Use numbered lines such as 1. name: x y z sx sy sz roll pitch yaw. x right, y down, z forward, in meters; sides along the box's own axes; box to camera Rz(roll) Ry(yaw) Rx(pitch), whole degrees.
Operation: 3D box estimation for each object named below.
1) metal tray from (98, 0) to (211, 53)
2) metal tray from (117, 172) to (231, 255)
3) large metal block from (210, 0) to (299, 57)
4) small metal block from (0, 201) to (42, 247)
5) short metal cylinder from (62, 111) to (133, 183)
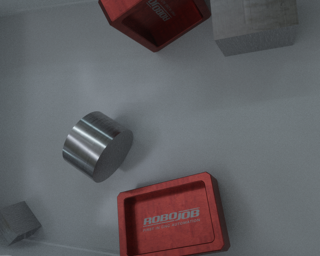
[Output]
1. metal tray: 0.002 -0.136 0.353 0.090 0.130 0.030 -30 81 17
2. metal tray: 0.012 0.114 0.385 0.130 0.030 0.090 -17 62 18
3. large metal block: 0.105 -0.119 0.344 0.080 0.080 0.050 -6 88 19
4. small metal block: -0.219 0.144 0.473 0.025 0.050 0.050 -45 77 14
5. short metal cylinder: -0.080 0.025 0.408 0.050 0.080 0.080 31 100 17
